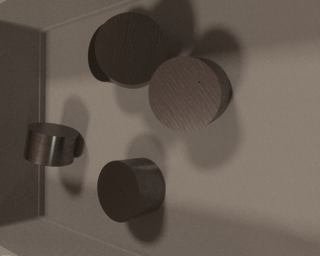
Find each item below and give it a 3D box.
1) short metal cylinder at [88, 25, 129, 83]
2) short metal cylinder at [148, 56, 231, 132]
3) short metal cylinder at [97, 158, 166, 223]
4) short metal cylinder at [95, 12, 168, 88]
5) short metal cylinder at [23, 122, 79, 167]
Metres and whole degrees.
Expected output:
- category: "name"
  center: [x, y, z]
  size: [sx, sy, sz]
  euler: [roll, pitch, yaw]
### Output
- category: "short metal cylinder"
  center: [-0.056, -0.102, 0.434]
  size: [0.080, 0.050, 0.079]
  euler: [0, 90, 40]
- category: "short metal cylinder"
  center: [0.034, -0.039, 0.346]
  size: [0.080, 0.050, 0.079]
  euler: [5, 102, 23]
- category: "short metal cylinder"
  center: [-0.040, 0.082, 0.421]
  size: [0.080, 0.050, 0.079]
  euler: [0, 90, 39]
- category: "short metal cylinder"
  center: [-0.033, -0.088, 0.366]
  size: [0.081, 0.050, 0.079]
  euler: [0, 92, -4]
- category: "short metal cylinder"
  center: [-0.181, 0.026, 0.517]
  size: [0.080, 0.081, 0.050]
  euler: [22, 104, 37]
